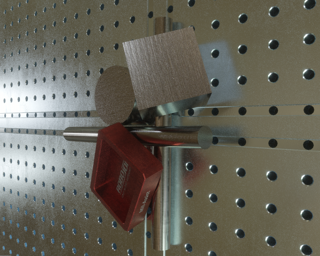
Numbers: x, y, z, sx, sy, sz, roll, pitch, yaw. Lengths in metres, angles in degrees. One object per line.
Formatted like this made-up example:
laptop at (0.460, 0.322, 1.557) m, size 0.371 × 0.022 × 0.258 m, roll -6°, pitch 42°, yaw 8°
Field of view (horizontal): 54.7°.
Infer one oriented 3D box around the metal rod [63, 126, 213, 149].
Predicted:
metal rod at (-0.055, 0.010, 0.433) m, size 0.300 × 0.025 × 0.025 m, roll 0°, pitch 90°, yaw 47°

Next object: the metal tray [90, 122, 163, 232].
metal tray at (-0.050, 0.068, 0.414) m, size 0.090 × 0.030 × 0.129 m, roll 42°, pitch 137°, yaw 25°

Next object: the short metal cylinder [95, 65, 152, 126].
short metal cylinder at (-0.045, -0.043, 0.430) m, size 0.080 × 0.050 × 0.079 m, roll 0°, pitch 90°, yaw 40°

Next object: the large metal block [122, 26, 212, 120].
large metal block at (0.008, -0.061, 0.361) m, size 0.080 × 0.050 × 0.080 m, roll -14°, pitch 79°, yaw -1°

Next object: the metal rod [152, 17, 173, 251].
metal rod at (0.003, 0.008, 0.407) m, size 0.025 × 0.025 × 0.298 m, roll 1°, pitch 91°, yaw 40°
